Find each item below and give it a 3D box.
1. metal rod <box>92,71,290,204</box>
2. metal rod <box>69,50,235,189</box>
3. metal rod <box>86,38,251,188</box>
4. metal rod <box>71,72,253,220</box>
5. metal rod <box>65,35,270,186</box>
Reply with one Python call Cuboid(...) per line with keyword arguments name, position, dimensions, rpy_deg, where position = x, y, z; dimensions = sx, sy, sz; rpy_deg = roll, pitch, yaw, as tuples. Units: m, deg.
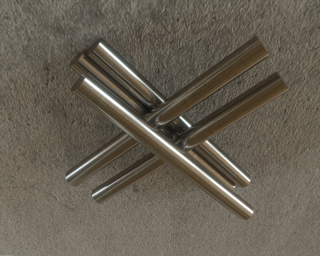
Cuboid(name="metal rod", position=(0.021, 0.025, 0.397), dimensions=(0.299, 0.025, 0.025), rpy_deg=(-34, 123, 25))
Cuboid(name="metal rod", position=(0.008, 0.008, 0.415), dimensions=(0.025, 0.025, 0.301), rpy_deg=(-34, 123, 25))
Cuboid(name="metal rod", position=(0.029, -0.003, 0.406), dimensions=(0.025, 0.025, 0.301), rpy_deg=(-34, 123, 25))
Cuboid(name="metal rod", position=(0.022, 0.038, 0.376), dimensions=(0.025, 0.025, 0.301), rpy_deg=(-35, 122, 26))
Cuboid(name="metal rod", position=(-0.010, -0.006, 0.371), dimensions=(0.299, 0.025, 0.025), rpy_deg=(-34, 123, 25))
